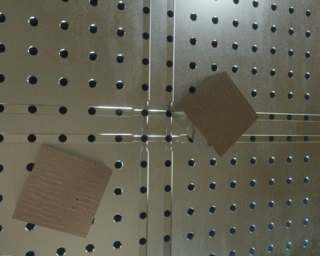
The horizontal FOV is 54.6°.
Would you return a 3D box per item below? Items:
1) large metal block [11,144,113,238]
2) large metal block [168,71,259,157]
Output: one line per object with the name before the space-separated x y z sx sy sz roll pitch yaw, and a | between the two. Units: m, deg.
large metal block | -0.111 0.070 0.358 0.080 0.050 0.080 23 82 -19
large metal block | 0.073 -0.018 0.426 0.080 0.050 0.080 -44 104 -15
